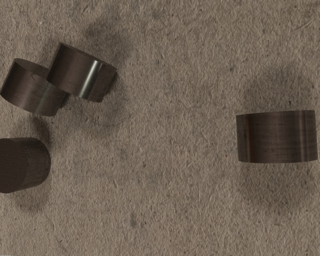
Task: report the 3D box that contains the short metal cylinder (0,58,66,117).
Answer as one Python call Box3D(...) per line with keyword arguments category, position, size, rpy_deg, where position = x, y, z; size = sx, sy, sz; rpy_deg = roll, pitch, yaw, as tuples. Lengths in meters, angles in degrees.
Box3D(category="short metal cylinder", position=(-0.176, -0.058, 0.440), size=(0.080, 0.080, 0.050), rpy_deg=(32, 100, 17))

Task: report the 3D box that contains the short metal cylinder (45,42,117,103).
Box3D(category="short metal cylinder", position=(-0.105, -0.074, 0.416), size=(0.080, 0.080, 0.050), rpy_deg=(29, 100, 17))

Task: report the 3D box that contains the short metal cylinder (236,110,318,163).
Box3D(category="short metal cylinder", position=(0.125, 0.009, 0.336), size=(0.080, 0.080, 0.050), rpy_deg=(-3, 89, 19))

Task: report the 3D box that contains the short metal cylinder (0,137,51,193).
Box3D(category="short metal cylinder", position=(-0.216, 0.054, 0.470), size=(0.080, 0.050, 0.079), rpy_deg=(0, 90, 19))
